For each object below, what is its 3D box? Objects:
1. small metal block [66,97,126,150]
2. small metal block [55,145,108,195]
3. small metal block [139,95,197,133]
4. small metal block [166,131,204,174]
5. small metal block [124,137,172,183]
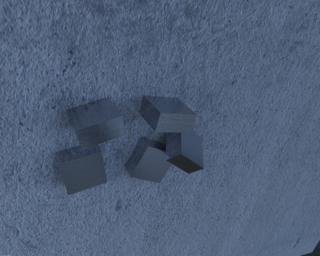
[{"bbox_3d":[-0.072,-0.007,0.347,0.050,0.050,0.025,-20,126,-17],"label":"small metal block"},{"bbox_3d":[-0.097,0.049,0.385,0.050,0.025,0.050,-16,125,-19],"label":"small metal block"},{"bbox_3d":[0.009,-0.017,0.385,0.050,0.050,0.025,2,118,-29],"label":"small metal block"},{"bbox_3d":[0.034,0.028,0.423,0.025,0.050,0.050,-25,138,32],"label":"small metal block"},{"bbox_3d":[-0.013,0.045,0.428,0.050,0.025,0.050,19,108,-36],"label":"small metal block"}]
